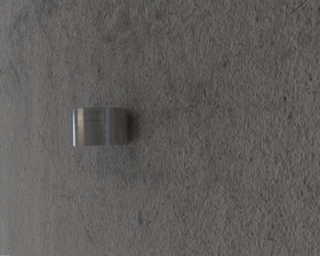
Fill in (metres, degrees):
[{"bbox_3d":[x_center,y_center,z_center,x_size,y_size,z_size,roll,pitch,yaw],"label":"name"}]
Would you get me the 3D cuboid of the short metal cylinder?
[{"bbox_3d":[-0.084,-0.001,0.440,0.080,0.081,0.050,-2,89,40],"label":"short metal cylinder"}]
